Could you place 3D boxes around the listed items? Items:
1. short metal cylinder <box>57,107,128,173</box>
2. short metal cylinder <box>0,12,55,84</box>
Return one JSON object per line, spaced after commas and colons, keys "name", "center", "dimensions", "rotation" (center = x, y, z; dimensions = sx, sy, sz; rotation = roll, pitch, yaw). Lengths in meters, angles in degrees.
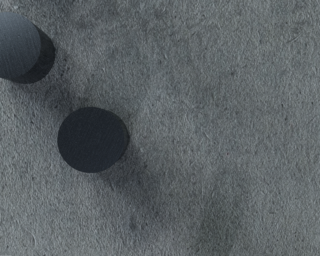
{"name": "short metal cylinder", "center": [-0.083, 0.014, 0.397], "dimensions": [0.081, 0.050, 0.080], "rotation": [0, 90, 0]}
{"name": "short metal cylinder", "center": [-0.183, -0.099, 0.396], "dimensions": [0.081, 0.050, 0.080], "rotation": [0, 90, 0]}
